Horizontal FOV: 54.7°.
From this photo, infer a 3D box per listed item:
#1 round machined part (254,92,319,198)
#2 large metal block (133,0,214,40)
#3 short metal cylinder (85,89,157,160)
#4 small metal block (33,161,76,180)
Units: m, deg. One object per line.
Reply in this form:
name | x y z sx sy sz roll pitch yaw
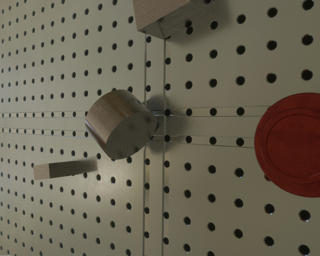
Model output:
round machined part | 0.134 0.016 0.287 0.098 0.042 0.097 0 90 39
large metal block | 0.012 -0.167 0.381 0.080 0.050 0.080 -15 81 38
short metal cylinder | -0.051 -0.004 0.414 0.050 0.081 0.080 44 117 30
small metal block | -0.184 0.074 0.542 0.050 0.050 0.025 -12 83 39
